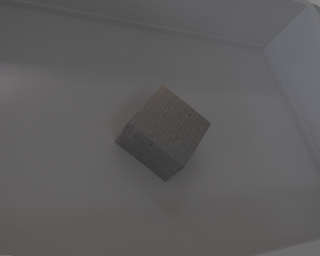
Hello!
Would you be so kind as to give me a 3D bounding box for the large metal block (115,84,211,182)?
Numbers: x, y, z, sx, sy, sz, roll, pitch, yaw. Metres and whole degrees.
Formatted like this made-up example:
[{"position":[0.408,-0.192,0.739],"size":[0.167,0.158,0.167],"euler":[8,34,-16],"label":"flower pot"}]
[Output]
[{"position":[0.005,0.006,0.388],"size":[0.080,0.050,0.080],"euler":[39,51,-2],"label":"large metal block"}]
